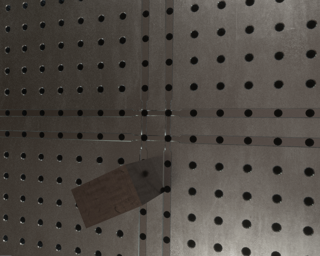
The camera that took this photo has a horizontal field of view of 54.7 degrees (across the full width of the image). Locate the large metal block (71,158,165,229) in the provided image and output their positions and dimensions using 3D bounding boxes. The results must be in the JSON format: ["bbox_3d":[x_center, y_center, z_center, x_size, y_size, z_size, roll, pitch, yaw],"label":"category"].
[{"bbox_3d":[-0.051,0.081,0.400,0.080,0.080,0.050,-26,82,18],"label":"large metal block"}]
